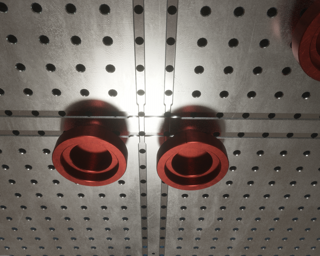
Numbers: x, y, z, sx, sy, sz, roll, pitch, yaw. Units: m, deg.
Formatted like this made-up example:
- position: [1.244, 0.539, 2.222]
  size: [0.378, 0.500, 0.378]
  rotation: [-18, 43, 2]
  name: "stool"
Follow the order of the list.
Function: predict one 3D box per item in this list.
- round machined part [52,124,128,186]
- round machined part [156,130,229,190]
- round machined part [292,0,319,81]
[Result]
- position: [-0.093, 0.033, 0.428]
  size: [0.099, 0.042, 0.097]
  rotation: [-1, 130, 0]
  name: "round machined part"
- position: [0.044, 0.041, 0.436]
  size: [0.099, 0.042, 0.097]
  rotation: [0, 130, 0]
  name: "round machined part"
- position: [0.186, -0.099, 0.320]
  size: [0.099, 0.042, 0.097]
  rotation: [-1, 130, 0]
  name: "round machined part"
